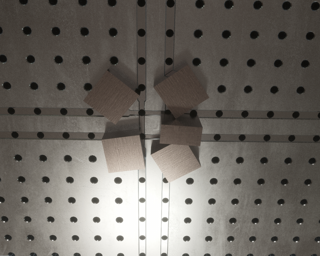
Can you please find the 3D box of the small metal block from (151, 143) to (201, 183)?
[{"bbox_3d":[0.022,0.040,0.429,0.050,0.025,0.050,-28,108,9],"label":"small metal block"}]

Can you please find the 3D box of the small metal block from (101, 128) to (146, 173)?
[{"bbox_3d":[-0.048,0.031,0.424,0.050,0.025,0.050,-7,110,2],"label":"small metal block"}]

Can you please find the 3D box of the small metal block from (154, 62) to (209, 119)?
[{"bbox_3d":[0.027,-0.048,0.396,0.050,0.025,0.050,-32,107,11],"label":"small metal block"}]

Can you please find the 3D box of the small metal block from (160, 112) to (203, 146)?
[{"bbox_3d":[0.026,0.001,0.401,0.050,0.050,0.025,4,110,-2],"label":"small metal block"}]

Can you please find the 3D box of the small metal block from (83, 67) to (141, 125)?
[{"bbox_3d":[-0.061,-0.041,0.397,0.050,0.025,0.050,38,105,-13],"label":"small metal block"}]
